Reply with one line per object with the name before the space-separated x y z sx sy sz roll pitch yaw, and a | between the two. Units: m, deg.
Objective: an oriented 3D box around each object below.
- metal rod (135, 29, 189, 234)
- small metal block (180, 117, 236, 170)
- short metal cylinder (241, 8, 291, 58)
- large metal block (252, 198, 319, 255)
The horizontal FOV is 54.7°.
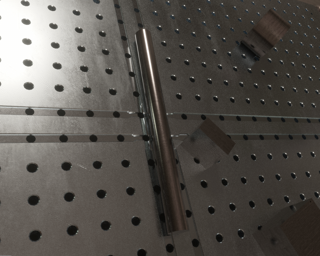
metal rod | -0.003 -0.014 0.416 0.025 0.025 0.299 4 60 -27
small metal block | 0.063 0.022 0.415 0.050 0.050 0.025 43 51 1
short metal cylinder | 0.202 -0.182 0.596 0.050 0.080 0.080 42 51 0
large metal block | 0.182 0.150 0.401 0.081 0.050 0.080 -20 73 -36
